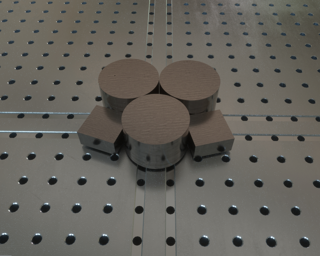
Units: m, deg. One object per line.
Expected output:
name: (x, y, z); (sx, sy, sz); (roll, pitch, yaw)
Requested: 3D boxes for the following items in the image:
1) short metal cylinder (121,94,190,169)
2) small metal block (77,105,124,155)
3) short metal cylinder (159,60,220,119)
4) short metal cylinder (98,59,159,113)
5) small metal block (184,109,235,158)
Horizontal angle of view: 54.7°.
short metal cylinder: (-0.005, 0.003, 0.384); (0.081, 0.050, 0.080); (0, 50, 0)
small metal block: (-0.070, 0.002, 0.401); (0.050, 0.025, 0.050); (16, 52, 13)
short metal cylinder: (0.039, -0.049, 0.428); (0.081, 0.050, 0.080); (0, 50, 0)
short metal cylinder: (-0.041, -0.051, 0.429); (0.081, 0.050, 0.080); (0, 50, 0)
small metal block: (0.061, 0.007, 0.398); (0.050, 0.025, 0.050); (-11, 51, -9)
